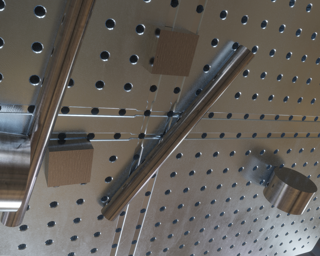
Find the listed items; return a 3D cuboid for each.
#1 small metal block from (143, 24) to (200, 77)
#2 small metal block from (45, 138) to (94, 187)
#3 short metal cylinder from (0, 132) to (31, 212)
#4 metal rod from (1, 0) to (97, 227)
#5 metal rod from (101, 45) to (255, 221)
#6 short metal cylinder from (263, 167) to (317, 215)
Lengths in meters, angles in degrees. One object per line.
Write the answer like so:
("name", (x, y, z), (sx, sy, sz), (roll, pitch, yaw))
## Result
("small metal block", (0.012, -0.090, 0.362), (0.050, 0.025, 0.050), (-1, 119, -28))
("small metal block", (-0.111, 0.042, 0.376), (0.050, 0.025, 0.050), (-2, 120, -28))
("short metal cylinder", (-0.167, 0.043, 0.311), (0.050, 0.080, 0.079), (11, 113, -33))
("metal rod", (-0.123, -0.015, 0.334), (0.025, 0.025, 0.298), (12, 112, -34))
("metal rod", (0.020, 0.012, 0.429), (0.025, 0.025, 0.299), (34, 99, -39))
("short metal cylinder", (0.242, 0.116, 0.580), (0.081, 0.080, 0.050), (3, 117, -30))
